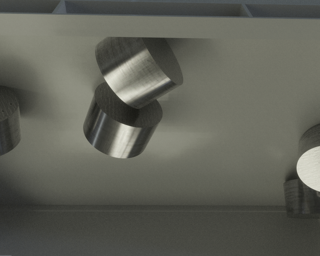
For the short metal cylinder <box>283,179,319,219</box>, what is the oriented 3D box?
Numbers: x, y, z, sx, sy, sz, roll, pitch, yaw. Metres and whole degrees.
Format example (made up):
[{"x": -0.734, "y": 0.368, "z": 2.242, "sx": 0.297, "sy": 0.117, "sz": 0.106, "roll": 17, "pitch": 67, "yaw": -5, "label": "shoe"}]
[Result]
[{"x": 0.232, "y": 0.108, "z": 0.468, "sx": 0.081, "sy": 0.050, "sz": 0.080, "roll": 2, "pitch": 159, "yaw": 1, "label": "short metal cylinder"}]

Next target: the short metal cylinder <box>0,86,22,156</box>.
[{"x": -0.207, "y": -0.009, "z": 0.362, "sx": 0.081, "sy": 0.080, "sz": 0.050, "roll": 9, "pitch": 130, "yaw": -8, "label": "short metal cylinder"}]

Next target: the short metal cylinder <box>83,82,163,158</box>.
[{"x": -0.044, "y": -0.011, "z": 0.363, "sx": 0.081, "sy": 0.080, "sz": 0.050, "roll": 18, "pitch": 128, "yaw": -15, "label": "short metal cylinder"}]

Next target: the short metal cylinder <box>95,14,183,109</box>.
[{"x": -0.019, "y": -0.066, "z": 0.316, "sx": 0.050, "sy": 0.080, "sz": 0.080, "roll": -29, "pitch": 125, "yaw": 22, "label": "short metal cylinder"}]

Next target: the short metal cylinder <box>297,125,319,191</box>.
[{"x": 0.228, "y": 0.041, "z": 0.413, "sx": 0.080, "sy": 0.050, "sz": 0.079, "roll": 13, "pitch": 128, "yaw": 18, "label": "short metal cylinder"}]
